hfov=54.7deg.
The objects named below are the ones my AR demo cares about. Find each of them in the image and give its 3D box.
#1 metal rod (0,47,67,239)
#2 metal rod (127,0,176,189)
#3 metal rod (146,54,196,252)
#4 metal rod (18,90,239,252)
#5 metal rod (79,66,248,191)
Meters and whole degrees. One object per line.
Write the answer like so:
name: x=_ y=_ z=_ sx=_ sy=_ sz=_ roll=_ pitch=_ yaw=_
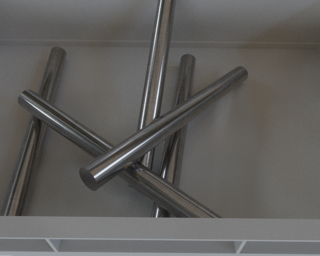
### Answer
metal rod: x=-0.160 y=-0.007 z=0.409 sx=0.025 sy=0.025 sz=0.300 roll=-1 pitch=50 yaw=-2
metal rod: x=-0.005 y=-0.074 z=0.396 sx=0.025 sy=0.025 sz=0.299 roll=6 pitch=72 yaw=5
metal rod: x=0.022 y=0.005 z=0.401 sx=0.025 sy=0.025 sz=0.300 roll=7 pitch=50 yaw=5
metal rod: x=-0.053 y=0.032 z=0.343 sx=0.300 sy=0.025 sz=0.025 roll=31 pitch=56 yaw=23
metal rod: x=0.029 y=-0.018 z=0.380 sx=0.025 sy=0.025 sz=0.302 roll=33 pitch=45 yaw=24
